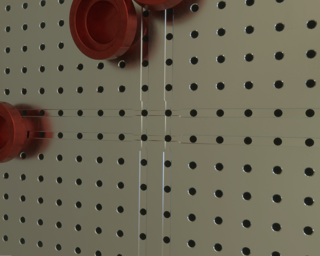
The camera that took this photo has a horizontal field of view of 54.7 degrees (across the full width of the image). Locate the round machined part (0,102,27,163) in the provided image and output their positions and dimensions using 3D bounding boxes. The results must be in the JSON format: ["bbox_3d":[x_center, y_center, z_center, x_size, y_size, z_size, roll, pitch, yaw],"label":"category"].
[{"bbox_3d":[-0.252,0.007,0.490,0.098,0.042,0.097,0,90,19],"label":"round machined part"}]

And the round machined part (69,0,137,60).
[{"bbox_3d":[-0.072,-0.142,0.419,0.098,0.042,0.097,7,105,28],"label":"round machined part"}]

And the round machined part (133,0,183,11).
[{"bbox_3d":[0.002,-0.201,0.402,0.098,0.042,0.097,0,90,19],"label":"round machined part"}]
